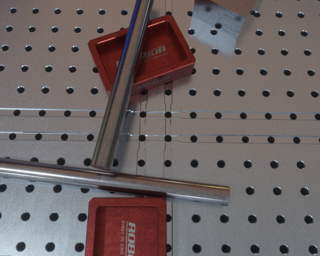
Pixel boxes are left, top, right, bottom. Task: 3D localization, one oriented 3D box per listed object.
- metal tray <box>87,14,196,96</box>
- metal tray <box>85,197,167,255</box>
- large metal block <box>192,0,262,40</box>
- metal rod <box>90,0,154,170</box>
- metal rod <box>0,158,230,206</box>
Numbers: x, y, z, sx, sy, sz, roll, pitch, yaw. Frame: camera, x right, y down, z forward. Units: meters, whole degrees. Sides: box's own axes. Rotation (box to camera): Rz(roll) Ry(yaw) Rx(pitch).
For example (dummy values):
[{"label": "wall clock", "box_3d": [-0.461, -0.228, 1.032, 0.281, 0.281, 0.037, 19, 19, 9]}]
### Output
[{"label": "metal tray", "box_3d": [-0.026, -0.102, 0.445, 0.131, 0.030, 0.090, -21, 72, -8]}, {"label": "metal tray", "box_3d": [-0.038, 0.147, 0.354, 0.091, 0.030, 0.130, 0, 70, -1]}, {"label": "large metal block", "box_3d": [0.107, -0.196, 0.472, 0.080, 0.050, 0.080, 32, 73, 10]}, {"label": "metal rod", "box_3d": [-0.040, -0.092, 0.412, 0.025, 0.025, 0.299, 11, 70, 3]}, {"label": "metal rod", "box_3d": [-0.066, 0.066, 0.386, 0.302, 0.025, 0.025, 7, 70, 2]}]
